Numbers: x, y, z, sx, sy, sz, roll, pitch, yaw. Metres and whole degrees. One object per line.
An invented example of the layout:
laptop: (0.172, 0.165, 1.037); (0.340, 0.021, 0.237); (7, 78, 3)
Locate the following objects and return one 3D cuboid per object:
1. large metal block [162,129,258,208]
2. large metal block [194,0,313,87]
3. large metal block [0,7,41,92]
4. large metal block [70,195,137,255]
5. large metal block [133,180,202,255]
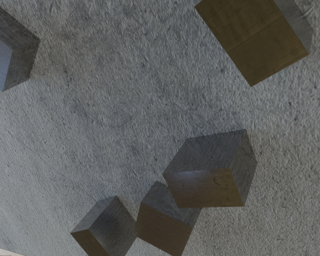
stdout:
large metal block: (0.062, 0.048, 0.368); (0.080, 0.080, 0.050); (-11, 113, 33)
large metal block: (0.085, -0.094, 0.268); (0.050, 0.080, 0.080); (-31, 101, 38)
large metal block: (-0.228, -0.113, 0.441); (0.080, 0.050, 0.080); (39, 129, 1)
large metal block: (-0.089, 0.176, 0.527); (0.050, 0.080, 0.080); (-24, 105, 37)
large metal block: (0.012, 0.139, 0.471); (0.080, 0.050, 0.079); (24, 127, 13)
